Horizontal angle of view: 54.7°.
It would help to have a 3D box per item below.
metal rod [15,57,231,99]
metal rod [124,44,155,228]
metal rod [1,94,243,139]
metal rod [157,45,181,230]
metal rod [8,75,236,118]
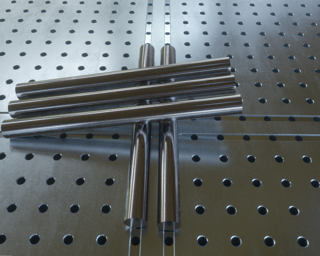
[{"bbox_3d":[-0.054,-0.069,0.438,0.302,0.025,0.025,-6,50,4],"label":"metal rod"},{"bbox_3d":[-0.023,-0.015,0.420,0.025,0.025,0.300,1,50,0],"label":"metal rod"},{"bbox_3d":[-0.051,-0.014,0.391,0.302,0.025,0.025,-6,50,5],"label":"metal rod"},{"bbox_3d":[0.011,-0.013,0.419,0.025,0.025,0.300,1,50,0],"label":"metal rod"},{"bbox_3d":[-0.053,-0.041,0.415,0.302,0.025,0.025,-6,50,5],"label":"metal rod"}]
